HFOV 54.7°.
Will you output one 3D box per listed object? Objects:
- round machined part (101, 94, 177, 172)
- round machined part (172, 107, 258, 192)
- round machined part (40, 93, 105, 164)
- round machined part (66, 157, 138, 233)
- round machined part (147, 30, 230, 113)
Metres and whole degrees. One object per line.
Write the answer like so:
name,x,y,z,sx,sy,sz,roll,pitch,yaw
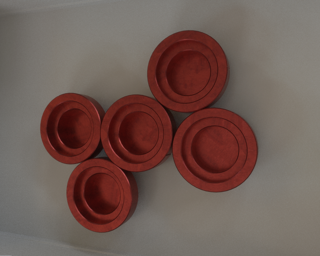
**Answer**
round machined part,-0.024,0.007,0.406,0.098,0.042,0.097,0,90,20
round machined part,0.068,0.025,0.375,0.098,0.042,0.097,0,90,20
round machined part,-0.116,0.001,0.440,0.098,0.042,0.097,0,90,20
round machined part,-0.074,0.088,0.424,0.098,0.042,0.097,0,90,20
round machined part,0.037,-0.067,0.386,0.098,0.042,0.097,0,90,20
